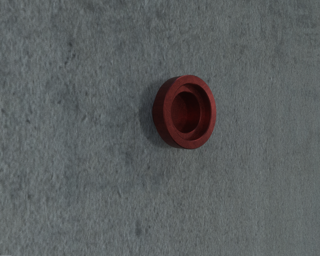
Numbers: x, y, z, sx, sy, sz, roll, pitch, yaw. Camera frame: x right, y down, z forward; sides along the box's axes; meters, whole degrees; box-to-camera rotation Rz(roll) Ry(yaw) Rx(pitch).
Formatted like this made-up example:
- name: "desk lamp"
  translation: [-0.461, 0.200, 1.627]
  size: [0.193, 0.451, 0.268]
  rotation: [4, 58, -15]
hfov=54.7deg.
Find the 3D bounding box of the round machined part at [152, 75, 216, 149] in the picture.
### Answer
- name: "round machined part"
  translation: [0.029, -0.021, 0.420]
  size: [0.099, 0.042, 0.097]
  rotation: [0, 90, -40]
